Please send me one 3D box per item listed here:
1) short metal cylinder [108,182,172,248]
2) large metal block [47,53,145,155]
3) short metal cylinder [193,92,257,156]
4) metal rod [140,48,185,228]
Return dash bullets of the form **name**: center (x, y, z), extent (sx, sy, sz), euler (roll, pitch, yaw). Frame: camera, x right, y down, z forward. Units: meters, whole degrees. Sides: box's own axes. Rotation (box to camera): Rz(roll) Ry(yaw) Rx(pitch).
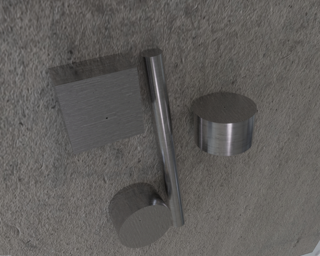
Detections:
- **short metal cylinder**: center (-0.030, 0.127, 0.453), extent (0.081, 0.050, 0.079), euler (-14, 124, -21)
- **large metal block**: center (-0.067, -0.028, 0.337), extent (0.081, 0.050, 0.079), euler (-17, 126, -19)
- **short metal cylinder**: center (0.085, -0.007, 0.413), extent (0.081, 0.080, 0.050), euler (-18, 126, -18)
- **metal rod**: center (0.010, 0.036, 0.434), extent (0.025, 0.025, 0.298), euler (-21, 127, -16)
